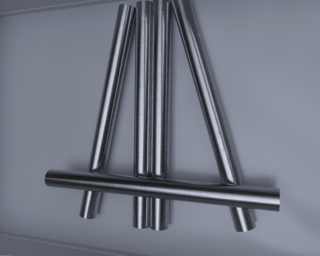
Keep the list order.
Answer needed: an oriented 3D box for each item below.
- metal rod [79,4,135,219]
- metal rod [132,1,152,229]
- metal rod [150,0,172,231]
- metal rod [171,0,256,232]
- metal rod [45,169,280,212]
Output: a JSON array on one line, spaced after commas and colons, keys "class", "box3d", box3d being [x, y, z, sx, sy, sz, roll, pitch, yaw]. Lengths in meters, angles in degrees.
[{"class": "metal rod", "box3d": [-0.074, -0.020, 0.435, 0.025, 0.025, 0.298, 13, 94, 19]}, {"class": "metal rod", "box3d": [-0.022, -0.017, 0.417, 0.025, 0.025, 0.298, 1, 90, 20]}, {"class": "metal rod", "box3d": [0.001, -0.018, 0.409, 0.025, 0.025, 0.298, 1, 90, 20]}, {"class": "metal rod", "box3d": [0.065, -0.023, 0.386, 0.025, 0.025, 0.299, -17, 84, 19]}, {"class": "metal rod", "box3d": [-0.012, 0.074, 0.386, 0.301, 0.025, 0.025, 2, 91, 20]}]
